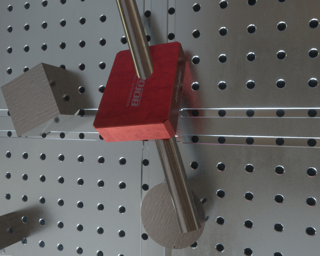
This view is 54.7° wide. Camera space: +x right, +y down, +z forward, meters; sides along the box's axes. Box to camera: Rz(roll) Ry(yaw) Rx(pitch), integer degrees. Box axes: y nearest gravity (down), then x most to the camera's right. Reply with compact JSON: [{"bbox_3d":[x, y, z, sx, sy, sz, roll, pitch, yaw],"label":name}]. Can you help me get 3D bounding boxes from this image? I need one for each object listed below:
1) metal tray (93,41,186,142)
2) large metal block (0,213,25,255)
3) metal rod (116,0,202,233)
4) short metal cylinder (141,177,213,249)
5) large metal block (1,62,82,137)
[{"bbox_3d":[-0.021,-0.047,0.380,0.090,0.030,0.130,-4,53,20],"label":"metal tray"},{"bbox_3d":[-0.278,0.184,0.482,0.080,0.080,0.050,-38,78,16],"label":"large metal block"},{"bbox_3d":[-0.006,-0.028,0.373,0.025,0.025,0.299,-20,77,19],"label":"metal rod"},{"bbox_3d":[0.023,0.104,0.391,0.080,0.050,0.080,0,90,20],"label":"short metal cylinder"},{"bbox_3d":[-0.176,-0.039,0.462,0.080,0.050,0.080,-25,82,18],"label":"large metal block"}]
